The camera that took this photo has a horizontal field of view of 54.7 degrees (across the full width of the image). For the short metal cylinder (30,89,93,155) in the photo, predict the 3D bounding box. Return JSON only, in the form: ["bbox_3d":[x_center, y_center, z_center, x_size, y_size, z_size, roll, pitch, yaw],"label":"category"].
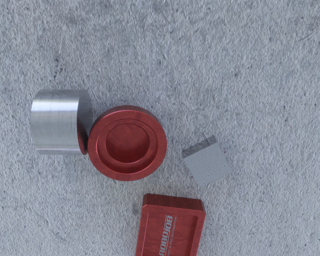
[{"bbox_3d":[-0.116,-0.007,0.377,0.050,0.080,0.079,0,110,0],"label":"short metal cylinder"}]

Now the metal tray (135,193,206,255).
[{"bbox_3d":[0.012,0.166,0.468,0.091,0.030,0.129,7,110,-3],"label":"metal tray"}]

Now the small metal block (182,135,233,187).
[{"bbox_3d":[0.065,0.046,0.427,0.050,0.025,0.050,-27,108,9],"label":"small metal block"}]

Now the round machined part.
[{"bbox_3d":[-0.042,0.016,0.402,0.099,0.042,0.097,-3,112,-7],"label":"round machined part"}]
